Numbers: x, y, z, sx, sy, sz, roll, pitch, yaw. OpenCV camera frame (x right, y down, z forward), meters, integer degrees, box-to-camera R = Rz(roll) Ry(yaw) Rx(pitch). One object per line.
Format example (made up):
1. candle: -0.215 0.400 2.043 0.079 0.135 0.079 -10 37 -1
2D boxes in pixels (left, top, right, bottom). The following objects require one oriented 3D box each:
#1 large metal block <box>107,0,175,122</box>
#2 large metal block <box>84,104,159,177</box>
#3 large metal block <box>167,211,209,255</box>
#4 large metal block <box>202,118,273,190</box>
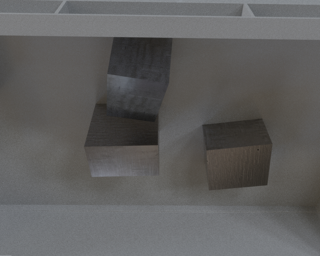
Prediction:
1. large metal block: -0.021 -0.061 0.303 0.050 0.080 0.080 8 156 -7
2. large metal block: -0.042 0.013 0.383 0.080 0.080 0.050 -1 130 1
3. large metal block: 0.047 0.208 0.553 0.050 0.080 0.079 10 129 -9
4. large metal block: 0.103 0.038 0.425 0.080 0.050 0.080 -6 130 5
